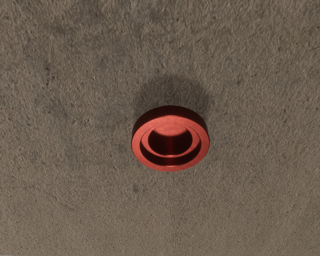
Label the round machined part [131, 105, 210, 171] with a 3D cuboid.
[{"bbox_3d":[0.013,0.009,0.404,0.099,0.042,0.097,-1,130,0],"label":"round machined part"}]
